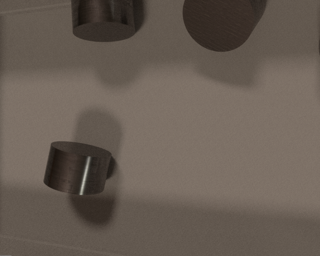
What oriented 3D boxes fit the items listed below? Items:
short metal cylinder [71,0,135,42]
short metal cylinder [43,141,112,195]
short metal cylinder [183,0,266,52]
[{"bbox_3d":[-0.074,-0.150,0.406,0.080,0.080,0.050,-4,89,19],"label":"short metal cylinder"},{"bbox_3d":[-0.111,0.052,0.419,0.080,0.080,0.050,15,95,19],"label":"short metal cylinder"},{"bbox_3d":[0.073,-0.134,0.349,0.080,0.050,0.080,20,139,19],"label":"short metal cylinder"}]
